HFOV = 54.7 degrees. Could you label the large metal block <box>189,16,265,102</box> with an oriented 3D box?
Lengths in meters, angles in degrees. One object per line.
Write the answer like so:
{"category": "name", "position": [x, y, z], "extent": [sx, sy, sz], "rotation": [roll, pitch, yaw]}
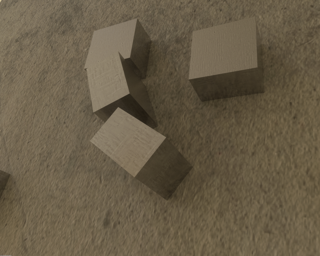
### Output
{"category": "large metal block", "position": [0.086, -0.086, 0.395], "extent": [0.080, 0.050, 0.080], "rotation": [-7, 59, 24]}

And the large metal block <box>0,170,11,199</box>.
{"category": "large metal block", "position": [-0.294, 0.099, 0.478], "extent": [0.080, 0.050, 0.080], "rotation": [-2, 61, 26]}

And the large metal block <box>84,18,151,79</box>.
{"category": "large metal block", "position": [-0.065, -0.118, 0.492], "extent": [0.080, 0.050, 0.080], "rotation": [-8, 58, 23]}

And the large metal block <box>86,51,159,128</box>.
{"category": "large metal block", "position": [-0.050, -0.041, 0.419], "extent": [0.050, 0.080, 0.080], "rotation": [-27, 53, 11]}

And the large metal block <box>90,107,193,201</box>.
{"category": "large metal block", "position": [-0.020, 0.031, 0.359], "extent": [0.080, 0.080, 0.050], "rotation": [32, 79, 37]}
